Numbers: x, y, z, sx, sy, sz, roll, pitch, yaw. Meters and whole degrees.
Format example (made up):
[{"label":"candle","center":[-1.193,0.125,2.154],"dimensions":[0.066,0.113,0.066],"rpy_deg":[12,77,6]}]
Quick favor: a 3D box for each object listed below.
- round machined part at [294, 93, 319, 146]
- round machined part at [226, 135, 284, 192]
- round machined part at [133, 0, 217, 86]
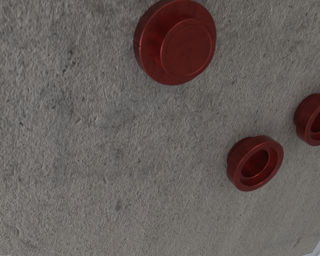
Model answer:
[{"label":"round machined part","center":[0.271,-0.021,0.530],"dimensions":[0.099,0.042,0.097],"rpy_deg":[-14,124,-21]},{"label":"round machined part","center":[0.150,0.053,0.511],"dimensions":[0.099,0.042,0.097],"rpy_deg":[-14,124,-21]},{"label":"round machined part","center":[0.023,-0.093,0.351],"dimensions":[0.099,0.042,0.097],"rpy_deg":[-14,124,-21]}]
